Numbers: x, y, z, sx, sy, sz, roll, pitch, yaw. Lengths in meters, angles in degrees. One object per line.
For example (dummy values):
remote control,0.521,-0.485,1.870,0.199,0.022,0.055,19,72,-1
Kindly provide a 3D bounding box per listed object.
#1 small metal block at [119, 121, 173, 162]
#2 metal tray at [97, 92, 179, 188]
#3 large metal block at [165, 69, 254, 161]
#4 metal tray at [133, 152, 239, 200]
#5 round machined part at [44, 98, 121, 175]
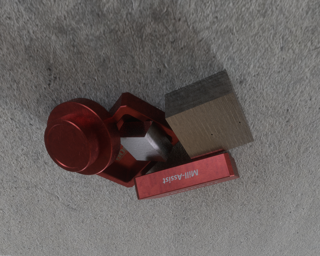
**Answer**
small metal block,-0.020,0.017,0.393,0.050,0.025,0.050,-2,139,39
metal tray,-0.044,0.022,0.423,0.090,0.030,0.129,28,125,-22
large metal block,0.060,-0.013,0.382,0.080,0.050,0.080,-21,127,17
metal tray,0.040,0.070,0.435,0.130,0.030,0.090,-17,164,15
round machined part,-0.102,0.015,0.382,0.098,0.042,0.097,9,113,22
